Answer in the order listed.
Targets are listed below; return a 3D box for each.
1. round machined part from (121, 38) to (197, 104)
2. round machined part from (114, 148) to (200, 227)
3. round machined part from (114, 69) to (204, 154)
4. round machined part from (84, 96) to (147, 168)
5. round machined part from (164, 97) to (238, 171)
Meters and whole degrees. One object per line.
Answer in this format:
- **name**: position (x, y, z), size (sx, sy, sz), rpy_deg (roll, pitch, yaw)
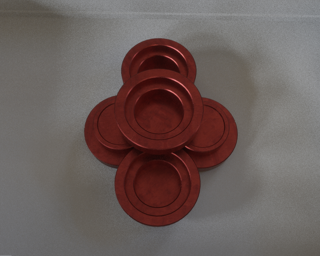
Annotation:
- **round machined part**: position (-0.001, -0.070, 0.424), size (0.099, 0.042, 0.098), rpy_deg (0, 70, -1)
- **round machined part**: position (-0.003, 0.069, 0.373), size (0.099, 0.042, 0.098), rpy_deg (0, 70, -1)
- **round machined part**: position (-0.001, -0.016, 0.360), size (0.099, 0.042, 0.098), rpy_deg (0, 70, -1)
- **round machined part**: position (-0.048, 0.001, 0.398), size (0.099, 0.042, 0.098), rpy_deg (0, 70, -1)
- **round machined part**: position (0.051, 0.004, 0.397), size (0.099, 0.042, 0.098), rpy_deg (0, 70, -1)
